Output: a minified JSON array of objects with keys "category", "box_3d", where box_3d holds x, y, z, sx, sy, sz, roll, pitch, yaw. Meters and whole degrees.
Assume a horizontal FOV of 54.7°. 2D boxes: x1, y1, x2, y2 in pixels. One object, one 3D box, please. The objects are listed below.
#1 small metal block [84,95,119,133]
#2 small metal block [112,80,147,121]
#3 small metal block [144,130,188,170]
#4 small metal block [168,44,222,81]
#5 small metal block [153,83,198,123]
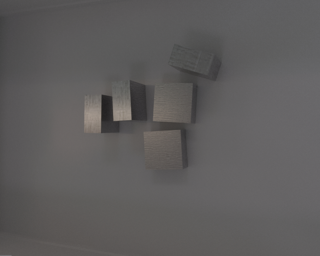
[{"category":"small metal block","box_3d":[-0.079,-0.018,0.425,0.025,0.050,0.050,1,91,20]},{"category":"small metal block","box_3d":[-0.040,-0.034,0.411,0.025,0.050,0.050,-3,89,20]},{"category":"small metal block","box_3d":[0.008,0.028,0.408,0.050,0.025,0.050,-4,89,20]},{"category":"small metal block","box_3d":[0.044,-0.080,0.382,0.050,0.050,0.025,20,97,19]},{"category":"small metal block","box_3d":[0.020,-0.032,0.403,0.050,0.025,0.050,4,91,20]}]
